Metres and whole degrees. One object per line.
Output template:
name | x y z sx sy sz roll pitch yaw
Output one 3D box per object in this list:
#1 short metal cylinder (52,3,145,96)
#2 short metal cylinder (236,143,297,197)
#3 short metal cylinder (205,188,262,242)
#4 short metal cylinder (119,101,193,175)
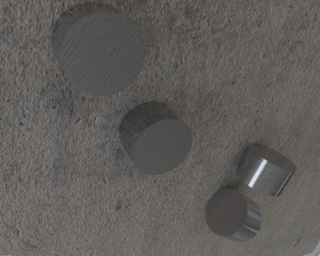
short metal cylinder | -0.062 -0.079 0.308 0.081 0.050 0.079 -14 124 -21
short metal cylinder | 0.173 0.067 0.507 0.081 0.080 0.050 10 113 -33
short metal cylinder | 0.126 0.150 0.533 0.050 0.080 0.080 34 100 -38
short metal cylinder | -0.006 0.013 0.395 0.081 0.050 0.079 -14 124 -21
